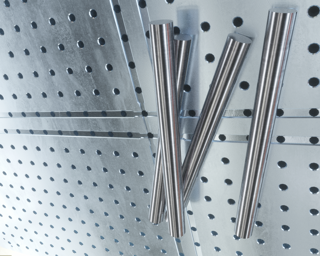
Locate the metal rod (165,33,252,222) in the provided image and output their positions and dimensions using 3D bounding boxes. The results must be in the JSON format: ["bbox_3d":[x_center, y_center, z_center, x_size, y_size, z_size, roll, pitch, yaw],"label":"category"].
[{"bbox_3d":[0.050,0.026,0.400,0.025,0.025,0.298,25,127,13],"label":"metal rod"}]

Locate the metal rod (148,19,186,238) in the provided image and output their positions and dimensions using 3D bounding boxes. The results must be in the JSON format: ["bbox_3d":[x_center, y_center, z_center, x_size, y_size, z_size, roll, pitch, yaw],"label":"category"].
[{"bbox_3d":[0.013,0.023,0.384,0.025,0.025,0.298,9,122,24],"label":"metal rod"}]

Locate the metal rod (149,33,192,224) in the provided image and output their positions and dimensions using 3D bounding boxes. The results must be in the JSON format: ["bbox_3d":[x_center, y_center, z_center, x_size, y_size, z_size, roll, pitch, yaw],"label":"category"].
[{"bbox_3d":[0.008,0.023,0.421,0.025,0.025,0.298,19,126,17],"label":"metal rod"}]

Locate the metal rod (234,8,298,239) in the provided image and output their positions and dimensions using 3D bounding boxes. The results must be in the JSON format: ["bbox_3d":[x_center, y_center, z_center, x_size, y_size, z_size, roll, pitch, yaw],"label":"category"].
[{"bbox_3d":[0.115,0.019,0.362,0.025,0.025,0.298,13,124,21],"label":"metal rod"}]
